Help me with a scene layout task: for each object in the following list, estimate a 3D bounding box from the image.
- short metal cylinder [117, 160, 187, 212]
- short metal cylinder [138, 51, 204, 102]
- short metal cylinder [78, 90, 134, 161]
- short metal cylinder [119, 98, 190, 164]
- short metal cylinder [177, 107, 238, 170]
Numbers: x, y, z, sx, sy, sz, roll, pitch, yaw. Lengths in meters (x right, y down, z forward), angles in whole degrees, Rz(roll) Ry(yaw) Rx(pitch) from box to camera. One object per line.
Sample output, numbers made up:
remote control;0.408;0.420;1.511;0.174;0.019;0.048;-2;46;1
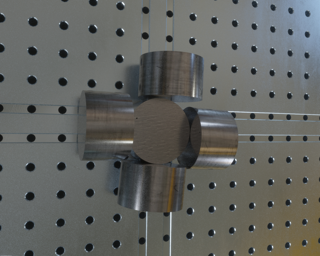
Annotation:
short metal cylinder;-0.010;0.068;0.378;0.081;0.080;0.050;6;88;-20
short metal cylinder;0.014;-0.061;0.388;0.081;0.080;0.050;3;89;-20
short metal cylinder;-0.065;-0.002;0.359;0.050;0.080;0.080;2;90;-21
short metal cylinder;-0.009;0.004;0.396;0.081;0.050;0.080;0;90;-21
short metal cylinder;0.058;0.014;0.405;0.050;0.080;0.080;4;89;-20
